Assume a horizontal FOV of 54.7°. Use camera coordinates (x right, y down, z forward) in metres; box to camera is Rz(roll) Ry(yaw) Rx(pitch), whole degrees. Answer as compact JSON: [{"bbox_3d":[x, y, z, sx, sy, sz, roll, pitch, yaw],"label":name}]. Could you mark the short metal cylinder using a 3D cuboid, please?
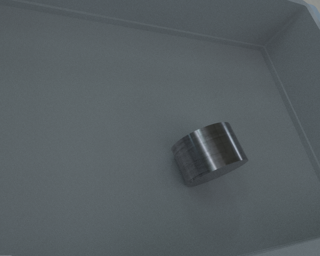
[{"bbox_3d":[0.061,0.034,0.384,0.081,0.080,0.050,-10,67,-33],"label":"short metal cylinder"}]
